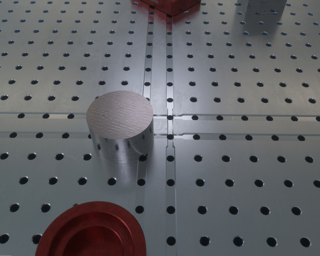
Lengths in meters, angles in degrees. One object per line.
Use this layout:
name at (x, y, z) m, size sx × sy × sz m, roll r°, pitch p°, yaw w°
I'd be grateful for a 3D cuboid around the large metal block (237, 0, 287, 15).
large metal block at (0.204, -0.274, 0.603) m, size 0.081 × 0.080 × 0.050 m, roll -8°, pitch 51°, yaw -7°

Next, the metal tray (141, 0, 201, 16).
metal tray at (0.011, -0.286, 0.644) m, size 0.130 × 0.030 × 0.091 m, roll 37°, pitch 59°, yaw 27°

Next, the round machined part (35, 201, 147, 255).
round machined part at (-0.062, 0.123, 0.293) m, size 0.099 × 0.042 × 0.098 m, roll 0°, pitch 50°, yaw 0°

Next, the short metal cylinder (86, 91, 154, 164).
short metal cylinder at (-0.048, -0.002, 0.392) m, size 0.081 × 0.050 × 0.080 m, roll 0°, pitch 50°, yaw 0°
